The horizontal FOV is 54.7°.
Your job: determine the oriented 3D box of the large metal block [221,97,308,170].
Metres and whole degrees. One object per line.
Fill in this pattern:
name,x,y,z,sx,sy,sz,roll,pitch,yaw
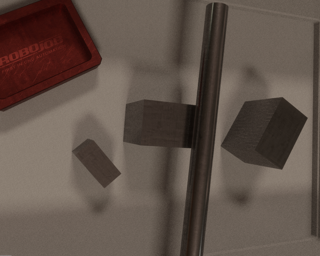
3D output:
large metal block,0.144,0.007,0.436,0.050,0.080,0.080,34,79,-17

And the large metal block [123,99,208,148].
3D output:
large metal block,0.005,-0.003,0.384,0.081,0.080,0.050,5,89,-20

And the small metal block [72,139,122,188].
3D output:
small metal block,-0.077,0.041,0.370,0.025,0.050,0.050,-41,103,-15

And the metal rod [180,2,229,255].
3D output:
metal rod,0.049,0.012,0.344,0.025,0.025,0.298,7,88,-20

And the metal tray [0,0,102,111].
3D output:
metal tray,-0.146,-0.086,0.354,0.131,0.030,0.090,-30,100,-18
